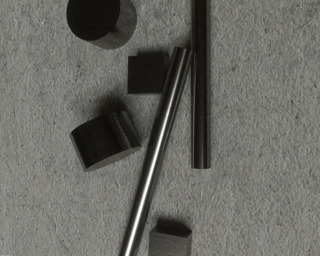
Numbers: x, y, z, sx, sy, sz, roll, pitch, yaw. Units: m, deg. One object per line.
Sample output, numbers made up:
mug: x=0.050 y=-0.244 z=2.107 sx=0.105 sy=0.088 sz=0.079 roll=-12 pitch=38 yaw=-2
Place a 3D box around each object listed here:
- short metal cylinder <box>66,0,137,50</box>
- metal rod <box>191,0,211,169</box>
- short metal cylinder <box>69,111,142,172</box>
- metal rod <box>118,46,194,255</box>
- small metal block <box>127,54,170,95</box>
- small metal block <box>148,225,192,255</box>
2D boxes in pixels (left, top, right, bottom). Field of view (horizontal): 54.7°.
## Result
short metal cylinder: x=-0.079 y=-0.153 z=0.423 sx=0.080 sy=0.050 sz=0.079 roll=0 pitch=90 yaw=20
metal rod: x=0.051 y=-0.099 z=0.390 sx=0.025 sy=0.025 sz=0.298 roll=0 pitch=90 yaw=20
short metal cylinder: x=-0.070 y=0.018 z=0.404 sx=0.080 sy=0.080 sz=0.050 roll=-27 pitch=81 yaw=18
metal rod: x=-0.009 y=0.046 z=0.402 sx=0.025 sy=0.025 sz=0.298 roll=18 pitch=100 yaw=19
small metal block: x=-0.015 y=-0.070 z=0.414 sx=0.050 sy=0.025 sz=0.050 roll=1 pitch=90 yaw=20
small metal block: x=0.013 y=0.160 z=0.404 sx=0.050 sy=0.025 sz=0.050 roll=4 pitch=91 yaw=20
